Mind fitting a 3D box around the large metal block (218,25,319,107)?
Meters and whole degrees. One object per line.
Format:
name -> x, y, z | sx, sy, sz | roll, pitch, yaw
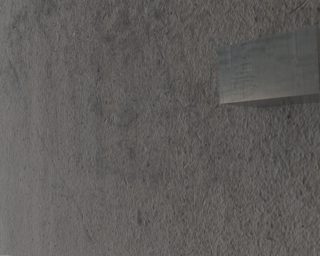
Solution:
large metal block -> 0.109, -0.048, 0.279 | 0.080, 0.081, 0.050 | -3, 88, 40
